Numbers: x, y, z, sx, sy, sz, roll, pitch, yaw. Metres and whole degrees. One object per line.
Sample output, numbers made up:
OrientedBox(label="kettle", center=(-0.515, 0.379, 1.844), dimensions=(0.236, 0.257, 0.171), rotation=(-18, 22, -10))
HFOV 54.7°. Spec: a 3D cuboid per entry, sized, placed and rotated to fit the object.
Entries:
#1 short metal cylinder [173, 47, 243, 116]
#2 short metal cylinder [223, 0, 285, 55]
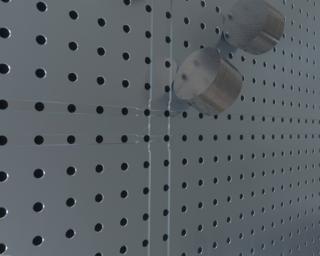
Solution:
OrientedBox(label="short metal cylinder", center=(0.065, -0.063, 0.427), dimensions=(0.050, 0.080, 0.080), rotation=(30, 71, -36))
OrientedBox(label="short metal cylinder", center=(0.150, -0.163, 0.498), dimensions=(0.050, 0.080, 0.080), rotation=(10, 84, -40))
